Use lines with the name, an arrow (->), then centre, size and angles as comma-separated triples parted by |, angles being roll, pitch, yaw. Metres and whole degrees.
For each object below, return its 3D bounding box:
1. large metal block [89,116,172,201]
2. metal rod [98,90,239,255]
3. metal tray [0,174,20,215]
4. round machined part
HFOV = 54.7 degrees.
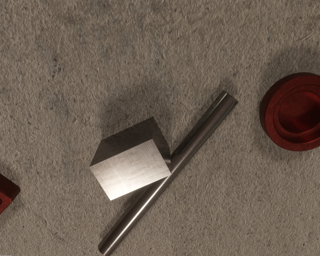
large metal block -> -0.034, 0.035, 0.393 | 0.080, 0.080, 0.050 | -24, 109, 8
metal rod -> 0.003, 0.073, 0.436 | 0.025, 0.025, 0.299 | 34, 106, -12
metal tray -> -0.279, 0.109, 0.443 | 0.090, 0.030, 0.130 | 42, 104, -14
round machined part -> 0.176, -0.023, 0.395 | 0.099, 0.042, 0.097 | 0, 110, -1
